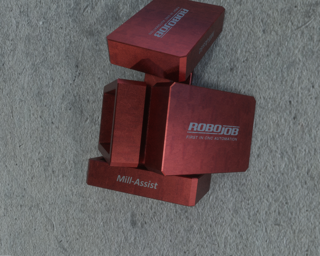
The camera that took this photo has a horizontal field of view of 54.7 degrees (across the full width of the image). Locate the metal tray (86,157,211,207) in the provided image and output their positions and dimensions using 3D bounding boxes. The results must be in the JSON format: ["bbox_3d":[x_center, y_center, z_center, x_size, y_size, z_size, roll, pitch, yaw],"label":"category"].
[{"bbox_3d":[-0.010,0.058,0.378,0.130,0.090,0.030,8,93,19],"label":"metal tray"}]

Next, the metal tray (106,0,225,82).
[{"bbox_3d":[0.011,-0.109,0.357,0.090,0.130,0.030,19,137,18],"label":"metal tray"}]

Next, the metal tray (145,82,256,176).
[{"bbox_3d":[0.049,0.003,0.339,0.030,0.131,0.089,9,94,53],"label":"metal tray"}]

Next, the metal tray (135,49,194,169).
[{"bbox_3d":[0.009,-0.021,0.371,0.030,0.090,0.129,8,93,19],"label":"metal tray"}]

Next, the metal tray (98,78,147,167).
[{"bbox_3d":[-0.050,-0.009,0.375,0.030,0.130,0.089,5,92,-17],"label":"metal tray"}]
